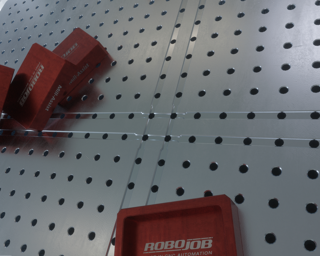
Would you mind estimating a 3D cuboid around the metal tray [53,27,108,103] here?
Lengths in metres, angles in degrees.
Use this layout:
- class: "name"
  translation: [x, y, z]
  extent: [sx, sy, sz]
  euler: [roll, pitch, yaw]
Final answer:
- class: "metal tray"
  translation: [-0.168, -0.117, 0.567]
  extent: [0.130, 0.030, 0.090]
  euler: [-46, 51, -4]

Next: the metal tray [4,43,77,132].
- class: "metal tray"
  translation: [-0.209, -0.070, 0.530]
  extent: [0.090, 0.030, 0.130]
  euler: [31, 93, 27]

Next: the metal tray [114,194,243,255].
- class: "metal tray"
  translation: [0.016, 0.124, 0.320]
  extent: [0.130, 0.030, 0.090]
  euler: [-13, 56, 21]

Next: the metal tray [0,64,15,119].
- class: "metal tray"
  translation: [-0.289, -0.039, 0.539]
  extent: [0.129, 0.030, 0.090]
  euler: [-42, 40, 46]
